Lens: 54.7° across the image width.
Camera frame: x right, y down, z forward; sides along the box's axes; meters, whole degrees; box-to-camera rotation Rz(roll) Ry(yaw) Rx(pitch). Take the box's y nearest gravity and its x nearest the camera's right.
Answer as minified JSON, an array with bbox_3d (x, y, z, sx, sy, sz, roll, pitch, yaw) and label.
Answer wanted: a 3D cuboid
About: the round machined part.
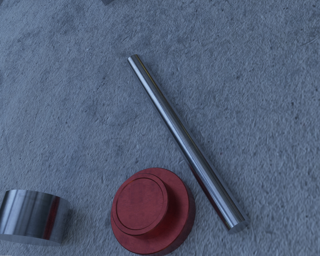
[{"bbox_3d":[-0.014,0.089,0.346,0.098,0.042,0.098,-13,56,21],"label":"round machined part"}]

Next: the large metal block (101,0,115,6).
[{"bbox_3d":[-0.099,-0.304,0.607,0.080,0.080,0.050,-27,53,12],"label":"large metal block"}]

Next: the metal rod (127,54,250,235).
[{"bbox_3d":[0.019,-0.004,0.396,0.025,0.025,0.300,-34,51,5],"label":"metal rod"}]

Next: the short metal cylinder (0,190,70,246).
[{"bbox_3d":[-0.157,0.113,0.382,0.080,0.080,0.050,-8,58,24],"label":"short metal cylinder"}]
